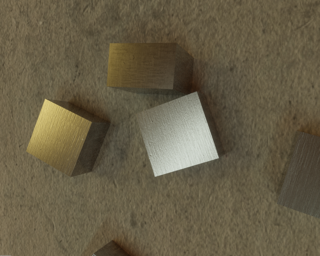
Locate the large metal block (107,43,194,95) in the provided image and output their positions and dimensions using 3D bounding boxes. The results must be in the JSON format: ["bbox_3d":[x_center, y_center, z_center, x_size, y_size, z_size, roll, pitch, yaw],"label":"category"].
[{"bbox_3d":[-0.008,-0.070,0.382,0.080,0.080,0.050,5,92,19],"label":"large metal block"}]

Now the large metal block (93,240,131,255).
[{"bbox_3d":[-0.066,0.216,0.418,0.080,0.050,0.080,35,101,16],"label":"large metal block"}]

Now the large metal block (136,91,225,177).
[{"bbox_3d":[0.027,0.008,0.386,0.080,0.050,0.080,-19,84,18],"label":"large metal block"}]

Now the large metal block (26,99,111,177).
[{"bbox_3d":[-0.129,0.012,0.440,0.080,0.050,0.080,25,98,18],"label":"large metal block"}]

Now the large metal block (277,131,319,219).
[{"bbox_3d":[0.179,0.053,0.333,0.080,0.050,0.080,17,96,18],"label":"large metal block"}]
